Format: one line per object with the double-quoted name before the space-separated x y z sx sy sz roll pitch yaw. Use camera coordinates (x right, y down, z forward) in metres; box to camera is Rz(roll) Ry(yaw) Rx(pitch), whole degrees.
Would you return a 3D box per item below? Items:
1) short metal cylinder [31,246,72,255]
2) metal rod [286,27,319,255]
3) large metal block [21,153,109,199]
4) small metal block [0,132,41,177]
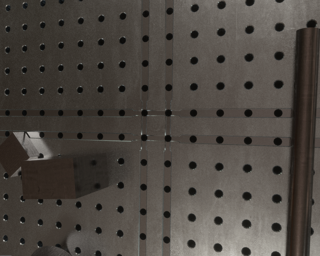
"short metal cylinder" -0.160 0.217 0.438 0.080 0.080 0.050 42 103 15
"metal rod" 0.163 0.038 0.355 0.025 0.025 0.298 3 91 19
"large metal block" -0.128 0.064 0.427 0.080 0.080 0.050 -5 89 19
"small metal block" -0.226 0.041 0.490 0.050 0.025 0.050 -42 77 15
